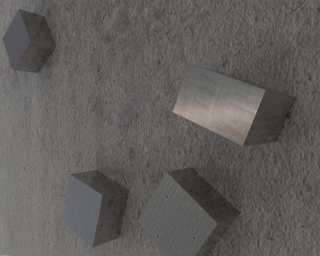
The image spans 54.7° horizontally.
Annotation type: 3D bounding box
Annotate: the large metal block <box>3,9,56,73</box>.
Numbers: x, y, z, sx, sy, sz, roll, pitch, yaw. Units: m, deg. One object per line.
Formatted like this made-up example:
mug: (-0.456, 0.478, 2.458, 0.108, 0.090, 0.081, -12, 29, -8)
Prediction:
large metal block: (-0.254, -0.165, 0.598, 0.080, 0.050, 0.080, -40, 66, 32)

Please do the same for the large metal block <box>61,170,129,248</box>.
large metal block: (-0.100, 0.119, 0.471, 0.080, 0.050, 0.079, 20, 103, 38)

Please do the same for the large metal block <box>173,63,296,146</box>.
large metal block: (0.074, -0.023, 0.308, 0.080, 0.081, 0.050, 29, 108, 36)

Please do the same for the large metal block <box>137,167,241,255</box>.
large metal block: (0.031, 0.105, 0.363, 0.080, 0.050, 0.080, 42, 116, 31)
